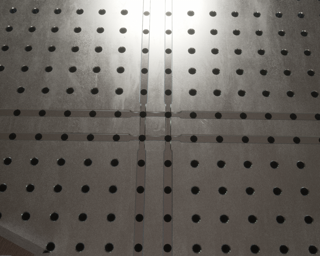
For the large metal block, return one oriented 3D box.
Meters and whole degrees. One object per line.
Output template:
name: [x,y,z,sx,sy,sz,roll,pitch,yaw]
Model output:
large metal block: [-0.184,0.157,0.339,0.080,0.050,0.080,24,72,8]
